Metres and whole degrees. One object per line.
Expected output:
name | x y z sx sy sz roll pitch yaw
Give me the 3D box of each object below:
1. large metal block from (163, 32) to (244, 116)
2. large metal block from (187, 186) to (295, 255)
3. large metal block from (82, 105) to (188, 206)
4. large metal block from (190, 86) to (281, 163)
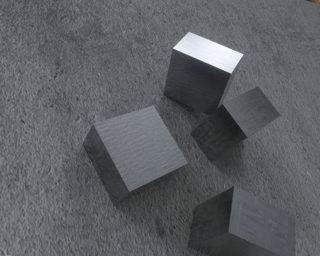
large metal block | 0.058 -0.073 0.430 0.080 0.079 0.050 27 50 12
large metal block | 0.089 0.115 0.346 0.080 0.080 0.050 27 53 -12
large metal block | -0.029 0.029 0.354 0.081 0.050 0.080 -20 73 -36
large metal block | 0.102 -0.005 0.426 0.081 0.080 0.050 -26 76 -37
